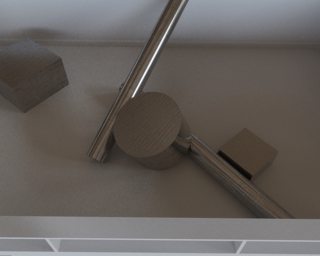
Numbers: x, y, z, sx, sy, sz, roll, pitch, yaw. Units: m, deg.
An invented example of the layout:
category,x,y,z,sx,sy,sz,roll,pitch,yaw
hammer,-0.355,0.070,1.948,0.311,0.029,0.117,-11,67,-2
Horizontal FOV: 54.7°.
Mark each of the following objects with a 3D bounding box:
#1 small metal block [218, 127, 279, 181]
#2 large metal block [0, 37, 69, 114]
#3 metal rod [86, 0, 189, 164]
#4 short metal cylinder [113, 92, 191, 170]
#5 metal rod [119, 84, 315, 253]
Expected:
category,x,y,z,sx,sy,sz,roll,pitch,yaw
small metal block,0.105,0.034,0.378,0.050,0.025,0.050,-34,58,-26
large metal block,-0.196,-0.079,0.453,0.080,0.050,0.080,32,57,24
metal rod,-0.015,-0.094,0.407,0.025,0.025,0.299,22,77,17
short metal cylinder,-0.008,0.004,0.367,0.080,0.050,0.080,-7,65,16
metal rod,0.048,0.028,0.381,0.025,0.025,0.300,-34,58,-25
